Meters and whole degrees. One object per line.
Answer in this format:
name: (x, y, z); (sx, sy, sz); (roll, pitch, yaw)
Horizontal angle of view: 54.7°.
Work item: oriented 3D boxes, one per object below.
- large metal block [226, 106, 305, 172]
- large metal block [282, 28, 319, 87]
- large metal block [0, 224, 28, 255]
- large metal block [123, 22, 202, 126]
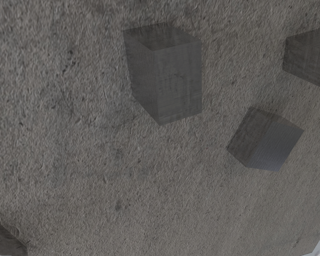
large metal block: (0.167, 0.019, 0.494); (0.081, 0.050, 0.079); (12, 112, -33)
large metal block: (0.236, -0.102, 0.437); (0.081, 0.080, 0.050); (-19, 126, -17)
large metal block: (-0.218, 0.166, 0.374); (0.080, 0.050, 0.080); (-29, 128, -10)
large metal block: (0.002, -0.061, 0.335); (0.050, 0.080, 0.079); (-18, 126, -18)
